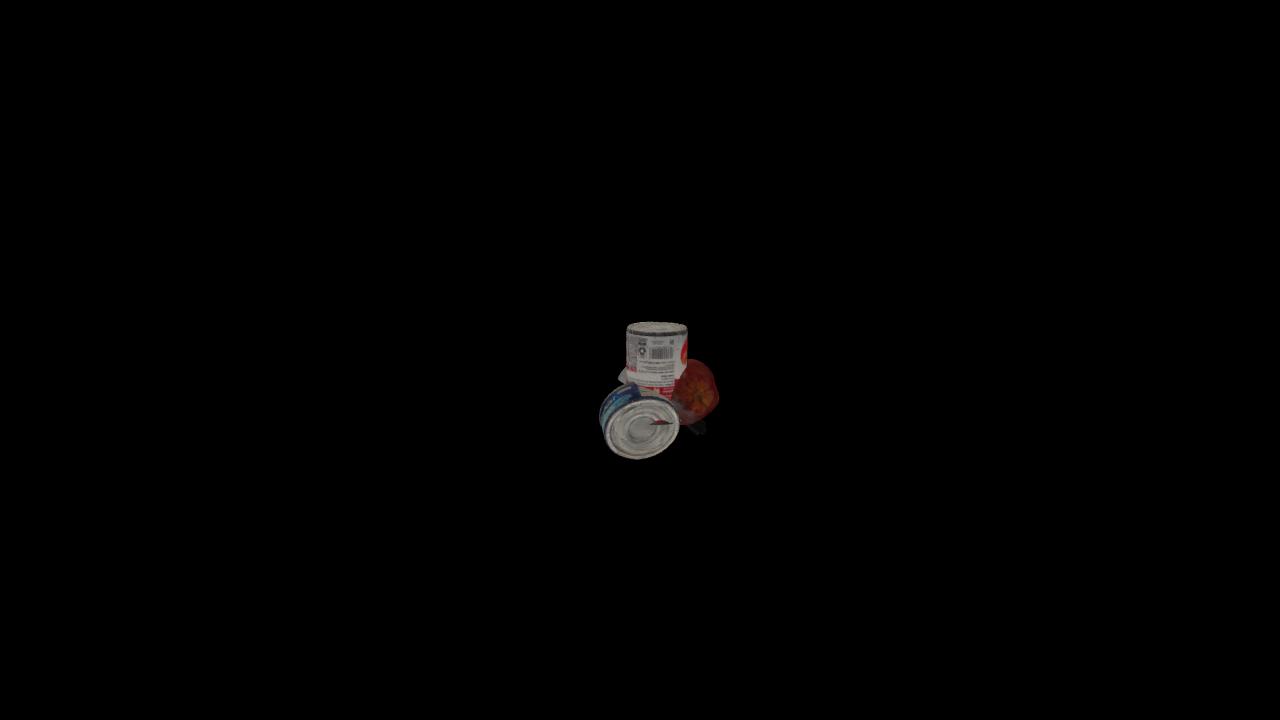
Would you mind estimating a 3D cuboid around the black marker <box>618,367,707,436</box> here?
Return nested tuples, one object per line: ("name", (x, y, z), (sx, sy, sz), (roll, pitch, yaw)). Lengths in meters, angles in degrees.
("black marker", (0.028, 0.049, 0.713), (0.121, 0.020, 0.020), (36, -6, -8))

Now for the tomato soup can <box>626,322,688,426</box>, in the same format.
("tomato soup can", (0.017, 0.012, 0.667), (0.068, 0.101, 0.068), (0, 14, 0))

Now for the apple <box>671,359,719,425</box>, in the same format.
("apple", (0.048, 0.036, 0.686), (0.079, 0.079, 0.093), (0, 1, -22))

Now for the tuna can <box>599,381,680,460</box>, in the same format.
("tuna can", (0.000, 0.066, 0.658), (0.084, 0.084, 0.034), (0, 32, -14))
